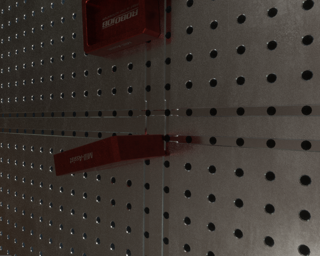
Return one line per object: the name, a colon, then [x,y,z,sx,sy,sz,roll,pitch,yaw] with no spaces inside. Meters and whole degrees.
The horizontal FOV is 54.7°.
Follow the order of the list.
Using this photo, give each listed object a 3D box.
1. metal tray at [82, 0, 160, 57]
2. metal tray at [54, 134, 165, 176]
metal tray: [-0.061,-0.164,0.454,0.130,0.030,0.089,-5,87,39]
metal tray: [-0.070,0.037,0.422,0.130,0.091,0.030,-17,80,38]
